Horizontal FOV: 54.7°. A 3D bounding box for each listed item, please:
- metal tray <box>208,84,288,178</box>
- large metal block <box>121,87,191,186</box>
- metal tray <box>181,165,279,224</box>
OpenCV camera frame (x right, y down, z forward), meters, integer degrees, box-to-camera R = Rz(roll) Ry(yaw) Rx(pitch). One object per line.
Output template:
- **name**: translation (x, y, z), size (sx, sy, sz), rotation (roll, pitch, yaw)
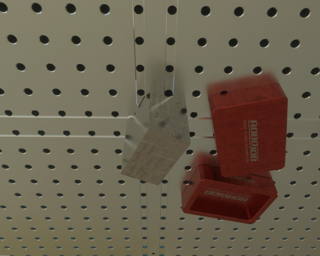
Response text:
- **metal tray**: translation (0.120, 0.009, 0.418), size (0.090, 0.030, 0.129), rotation (-10, 130, 8)
- **large metal block**: translation (-0.007, 0.010, 0.384), size (0.050, 0.080, 0.079), rotation (21, 127, -17)
- **metal tray**: translation (0.111, 0.111, 0.504), size (0.131, 0.030, 0.089), rotation (13, 129, -11)
